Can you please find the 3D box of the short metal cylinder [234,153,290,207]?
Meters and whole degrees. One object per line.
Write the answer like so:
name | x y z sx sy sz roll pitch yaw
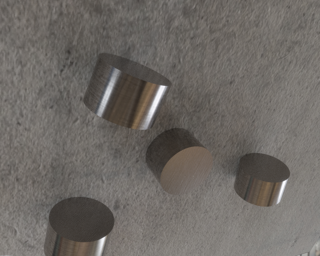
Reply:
short metal cylinder | 0.169 0.085 0.519 0.081 0.080 0.050 -9 123 -24

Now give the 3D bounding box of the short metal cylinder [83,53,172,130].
short metal cylinder | -0.034 -0.040 0.329 0.081 0.080 0.050 11 113 -34

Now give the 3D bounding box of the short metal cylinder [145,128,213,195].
short metal cylinder | 0.026 0.047 0.436 0.081 0.050 0.079 -14 125 -21

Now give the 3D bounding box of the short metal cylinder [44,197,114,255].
short metal cylinder | -0.104 0.134 0.399 0.081 0.080 0.050 3 117 -30
